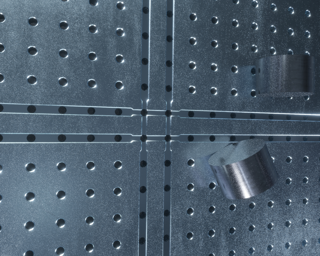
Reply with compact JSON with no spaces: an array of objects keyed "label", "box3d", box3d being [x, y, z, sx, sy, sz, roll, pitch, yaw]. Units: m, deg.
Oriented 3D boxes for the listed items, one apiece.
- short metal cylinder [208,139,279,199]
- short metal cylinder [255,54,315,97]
[{"label":"short metal cylinder","box3d":[0.114,0.055,0.425,0.081,0.080,0.050,-27,99,-18]},{"label":"short metal cylinder","box3d":[0.180,-0.073,0.450,0.081,0.080,0.050,0,90,-20]}]
